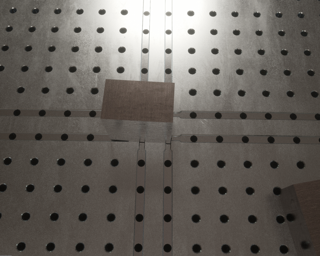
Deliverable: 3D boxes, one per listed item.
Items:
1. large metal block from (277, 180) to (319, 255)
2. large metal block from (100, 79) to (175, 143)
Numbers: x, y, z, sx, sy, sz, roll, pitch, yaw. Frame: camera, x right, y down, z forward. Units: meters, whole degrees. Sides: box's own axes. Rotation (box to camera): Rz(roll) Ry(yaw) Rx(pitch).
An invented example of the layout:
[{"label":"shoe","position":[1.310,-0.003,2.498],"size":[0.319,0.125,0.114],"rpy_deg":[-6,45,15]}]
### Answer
[{"label":"large metal block","position":[0.198,0.102,0.364],"size":[0.081,0.050,0.080],"rpy_deg":[-10,70,-4]},{"label":"large metal block","position":[-0.025,-0.018,0.389],"size":[0.081,0.080,0.050],"rpy_deg":[3,70,1]}]
